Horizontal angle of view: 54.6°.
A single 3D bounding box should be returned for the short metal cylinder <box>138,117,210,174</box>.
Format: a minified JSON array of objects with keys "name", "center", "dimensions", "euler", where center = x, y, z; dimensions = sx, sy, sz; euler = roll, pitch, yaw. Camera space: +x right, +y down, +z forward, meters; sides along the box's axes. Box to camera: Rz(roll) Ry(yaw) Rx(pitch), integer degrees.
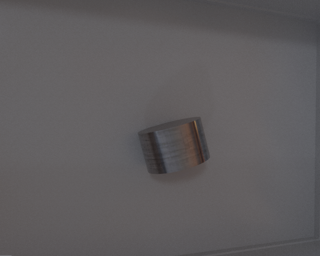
[{"name":"short metal cylinder","center":[0.017,0.020,0.387],"dimensions":[0.081,0.080,0.050],"euler":[-16,96,-19]}]
